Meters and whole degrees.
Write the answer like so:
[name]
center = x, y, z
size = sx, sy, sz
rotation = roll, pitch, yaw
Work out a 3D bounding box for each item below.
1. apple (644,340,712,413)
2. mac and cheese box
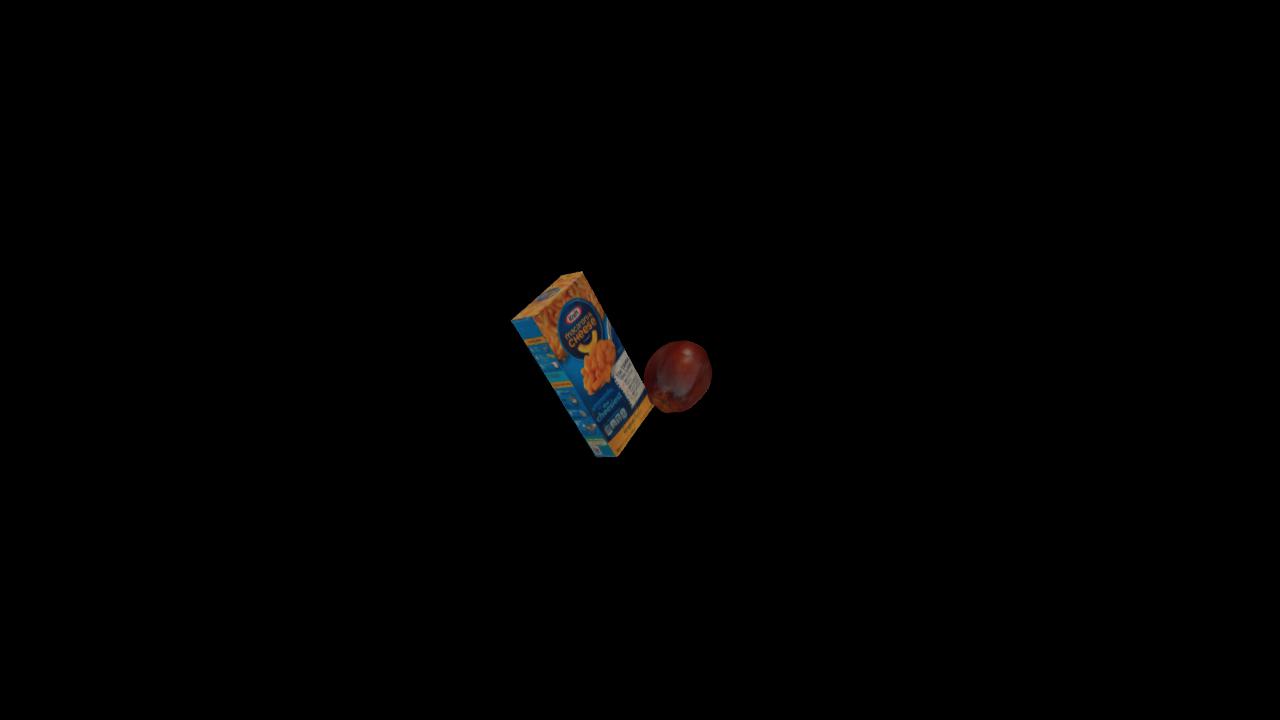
[apple]
center = 0.044, 0.018, 0.731
size = 0.079, 0.093, 0.079
rotation = 18, -36, 14
[mac and cheese box]
center = -0.055, 0.007, 0.668
size = 0.041, 0.184, 0.093
rotation = -6, 33, 41
